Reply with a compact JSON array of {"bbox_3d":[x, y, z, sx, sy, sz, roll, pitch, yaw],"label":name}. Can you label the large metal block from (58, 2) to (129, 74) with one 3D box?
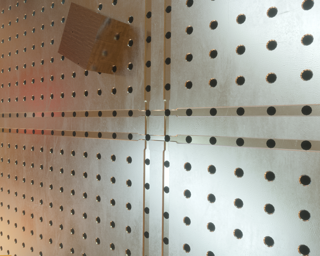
[{"bbox_3d":[-0.104,-0.137,0.477,0.080,0.050,0.079,33,111,34],"label":"large metal block"}]
